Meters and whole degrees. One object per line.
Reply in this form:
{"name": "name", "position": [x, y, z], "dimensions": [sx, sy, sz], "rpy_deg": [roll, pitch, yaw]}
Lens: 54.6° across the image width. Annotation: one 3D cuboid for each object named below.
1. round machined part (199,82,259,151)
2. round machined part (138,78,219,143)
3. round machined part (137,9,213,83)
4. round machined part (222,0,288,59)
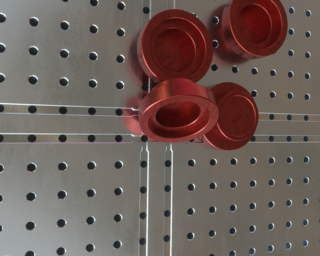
{"name": "round machined part", "position": [0.099, -0.016, 0.440], "dimensions": [0.099, 0.042, 0.097], "rpy_deg": [0, 90, -20]}
{"name": "round machined part", "position": [0.022, -0.025, 0.392], "dimensions": [0.099, 0.097, 0.042], "rpy_deg": [7, 53, -20]}
{"name": "round machined part", "position": [0.017, -0.101, 0.409], "dimensions": [0.099, 0.042, 0.097], "rpy_deg": [0, 90, -20]}
{"name": "round machined part", "position": [0.132, -0.149, 0.452], "dimensions": [0.099, 0.042, 0.097], "rpy_deg": [0, 90, -20]}
